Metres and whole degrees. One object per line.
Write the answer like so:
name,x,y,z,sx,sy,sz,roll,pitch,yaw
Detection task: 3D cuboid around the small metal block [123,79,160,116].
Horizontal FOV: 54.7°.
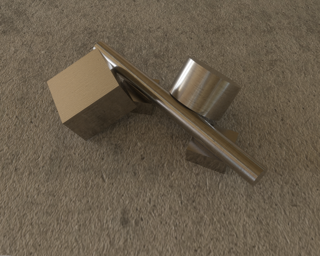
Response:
small metal block,-0.031,-0.047,0.444,0.050,0.025,0.050,10,51,7

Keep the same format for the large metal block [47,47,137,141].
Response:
large metal block,-0.089,-0.044,0.403,0.080,0.050,0.080,-34,55,3

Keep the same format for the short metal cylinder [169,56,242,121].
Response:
short metal cylinder,0.059,-0.052,0.407,0.080,0.050,0.080,28,18,-10

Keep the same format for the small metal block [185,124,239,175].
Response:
small metal block,0.065,0.024,0.386,0.050,0.025,0.050,19,52,15

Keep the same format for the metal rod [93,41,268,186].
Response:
metal rod,0.007,-0.034,0.401,0.025,0.025,0.300,-34,58,-25
